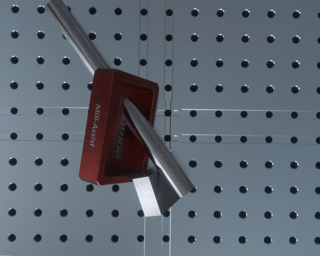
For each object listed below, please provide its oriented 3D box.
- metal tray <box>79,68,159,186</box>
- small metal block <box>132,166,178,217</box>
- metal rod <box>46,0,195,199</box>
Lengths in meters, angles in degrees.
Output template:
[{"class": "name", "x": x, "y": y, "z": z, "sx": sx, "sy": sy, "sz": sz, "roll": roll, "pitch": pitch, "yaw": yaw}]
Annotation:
[{"class": "metal tray", "x": -0.047, "y": 0.001, "z": 0.379, "sx": 0.030, "sy": 0.090, "sz": 0.129, "roll": 9, "pitch": 90, "yaw": 34}, {"class": "small metal block", "x": -0.003, "y": 0.078, "z": 0.397, "sx": 0.025, "sy": 0.050, "sz": 0.050, "roll": -15, "pitch": 95, "yaw": 33}, {"class": "metal rod", "x": -0.054, "y": -0.042, "z": 0.394, "sx": 0.025, "sy": 0.025, "sz": 0.299, "roll": -36, "pitch": 83, "yaw": 0}]
